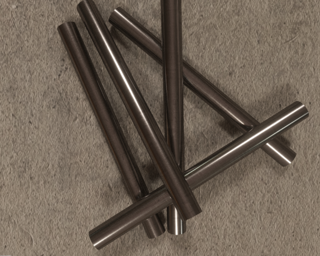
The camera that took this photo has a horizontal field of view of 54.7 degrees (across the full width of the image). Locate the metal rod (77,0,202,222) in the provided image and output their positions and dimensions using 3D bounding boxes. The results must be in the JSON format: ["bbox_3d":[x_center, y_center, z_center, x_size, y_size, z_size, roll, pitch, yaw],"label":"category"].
[{"bbox_3d":[-0.031,-0.031,0.376,0.025,0.025,0.299,-27,77,0],"label":"metal rod"}]

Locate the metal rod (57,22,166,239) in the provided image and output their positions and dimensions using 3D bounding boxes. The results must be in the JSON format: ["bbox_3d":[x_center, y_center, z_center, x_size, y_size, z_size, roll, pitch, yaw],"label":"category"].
[{"bbox_3d":[-0.064,0.003,0.409,0.025,0.025,0.299,-24,90,0],"label":"metal rod"}]

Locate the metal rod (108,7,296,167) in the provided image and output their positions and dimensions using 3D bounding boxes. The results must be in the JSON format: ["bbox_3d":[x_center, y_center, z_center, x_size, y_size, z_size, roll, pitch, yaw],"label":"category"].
[{"bbox_3d":[0.056,-0.054,0.410,0.300,0.025,0.025,40,90,-1],"label":"metal rod"}]

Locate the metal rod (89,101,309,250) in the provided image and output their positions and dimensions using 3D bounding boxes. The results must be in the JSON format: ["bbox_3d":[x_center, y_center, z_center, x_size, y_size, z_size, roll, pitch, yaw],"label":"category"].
[{"bbox_3d":[0.050,0.055,0.379,0.301,0.025,0.025,-32,90,-4],"label":"metal rod"}]

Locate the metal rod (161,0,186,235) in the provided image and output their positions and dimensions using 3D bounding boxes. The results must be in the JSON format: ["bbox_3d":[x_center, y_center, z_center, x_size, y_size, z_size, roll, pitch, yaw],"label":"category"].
[{"bbox_3d":[0.018,-0.012,0.393,0.025,0.025,0.298,-2,97,-1],"label":"metal rod"}]
